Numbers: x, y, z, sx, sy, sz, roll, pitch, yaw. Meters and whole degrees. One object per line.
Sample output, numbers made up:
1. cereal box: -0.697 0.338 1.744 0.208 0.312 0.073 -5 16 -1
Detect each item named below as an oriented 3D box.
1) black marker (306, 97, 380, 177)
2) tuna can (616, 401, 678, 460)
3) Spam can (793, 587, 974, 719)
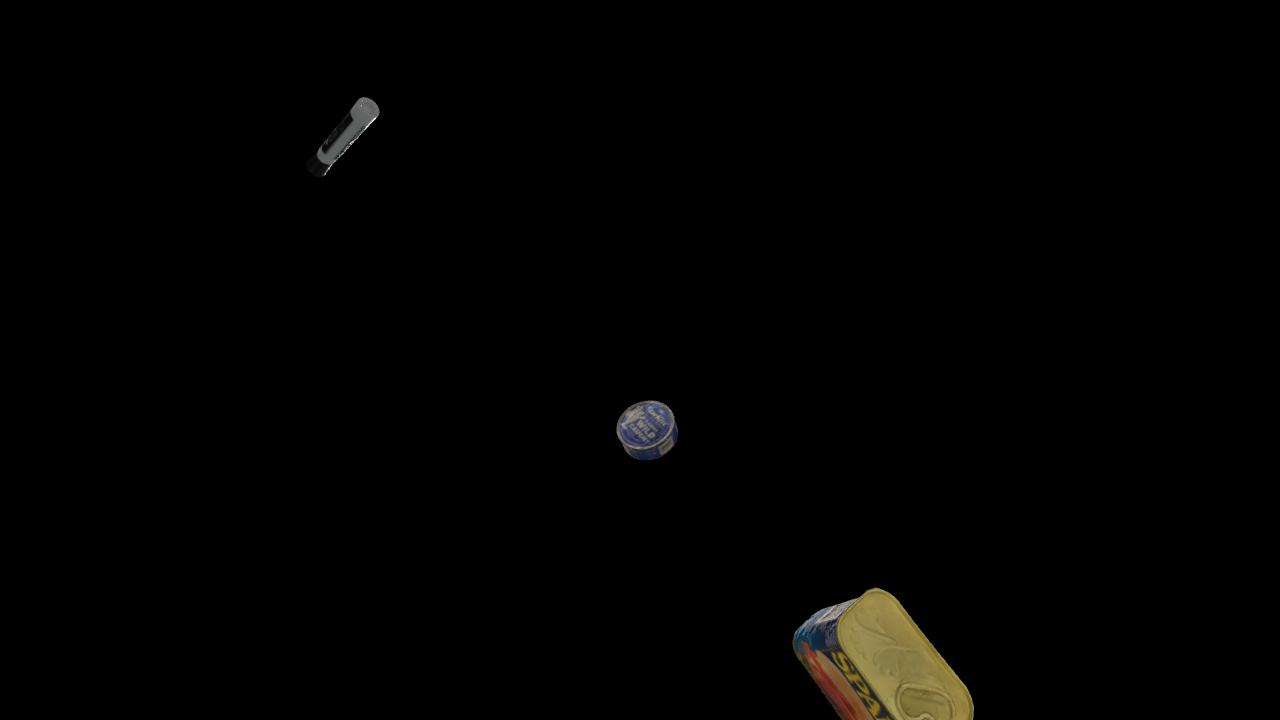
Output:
1. black marker: -0.272 -0.199 0.558 0.121 0.020 0.020 -19 -12 40
2. tuna can: 0.011 0.100 0.873 0.084 0.084 0.034 0 -41 20
3. Spam can: 0.169 0.225 0.445 0.058 0.101 0.085 -28 -20 -24
